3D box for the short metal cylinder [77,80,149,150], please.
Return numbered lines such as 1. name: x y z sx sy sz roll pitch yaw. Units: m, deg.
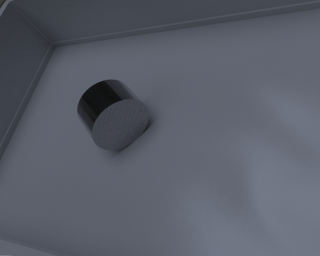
1. short metal cylinder: -0.062 -0.017 0.412 0.080 0.080 0.050 -42 51 -1
